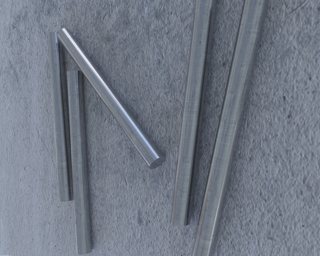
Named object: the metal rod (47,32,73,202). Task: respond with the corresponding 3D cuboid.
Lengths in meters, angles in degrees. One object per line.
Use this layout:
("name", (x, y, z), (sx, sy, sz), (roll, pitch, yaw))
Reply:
("metal rod", (-0.176, -0.022, 0.550), (0.025, 0.025, 0.298), (-10, 84, 39))

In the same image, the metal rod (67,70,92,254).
("metal rod", (-0.134, 0.054, 0.515), (0.025, 0.025, 0.298), (-7, 86, 40))

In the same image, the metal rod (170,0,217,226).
("metal rod", (0.041, -0.032, 0.370), (0.025, 0.025, 0.298), (10, 97, 39))

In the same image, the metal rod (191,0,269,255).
("metal rod", (0.075, 0.006, 0.342), (0.025, 0.025, 0.298), (17, 101, 39))

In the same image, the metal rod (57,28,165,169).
("metal rod", (-0.086, -0.059, 0.475), (0.300, 0.025, 0.025), (52, 120, 27))
